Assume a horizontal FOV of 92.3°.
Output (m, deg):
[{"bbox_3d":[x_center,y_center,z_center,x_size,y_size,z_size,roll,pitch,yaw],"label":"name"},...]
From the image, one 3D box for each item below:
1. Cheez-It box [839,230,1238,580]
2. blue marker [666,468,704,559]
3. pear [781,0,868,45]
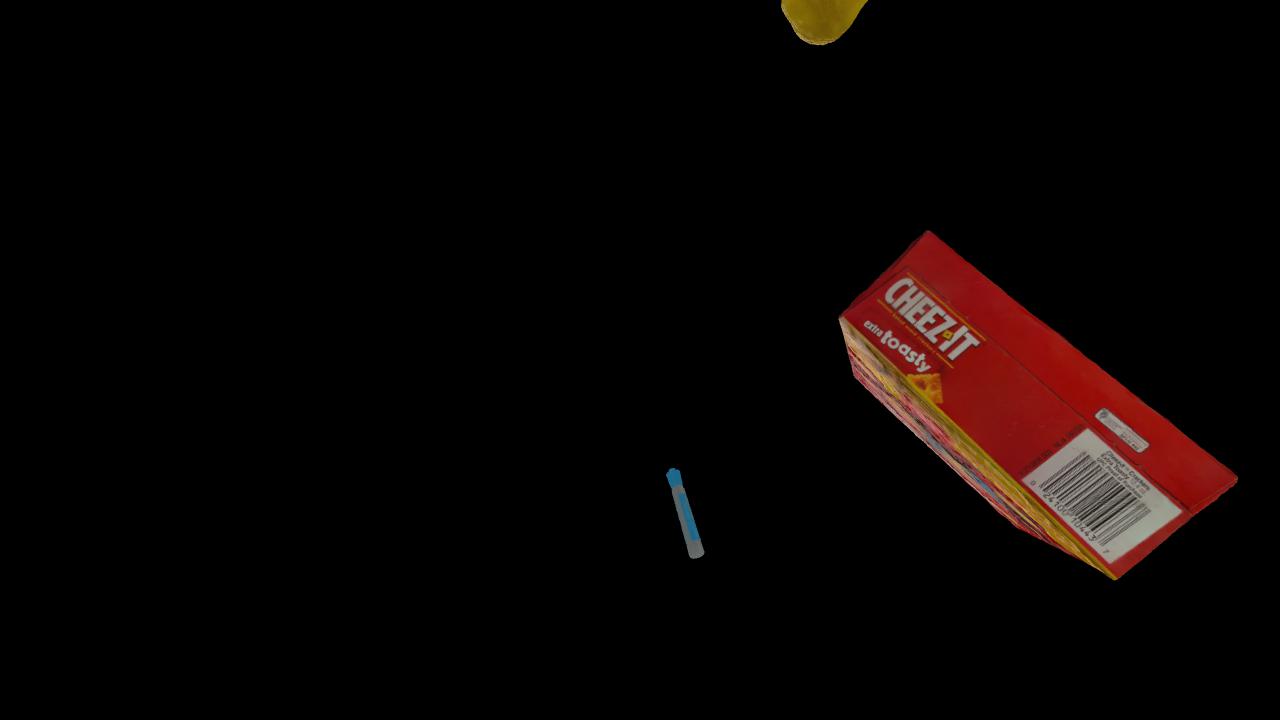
[{"bbox_3d":[0.210,0.031,0.378,0.071,0.166,0.223,-45,-22,9],"label":"Cheez-It box"},{"bbox_3d":[0.055,0.188,0.771,0.020,0.121,0.020,-9,-41,-8],"label":"blue marker"},{"bbox_3d":[0.194,-0.364,0.593,0.111,0.080,0.080,-29,-18,36],"label":"pear"}]
